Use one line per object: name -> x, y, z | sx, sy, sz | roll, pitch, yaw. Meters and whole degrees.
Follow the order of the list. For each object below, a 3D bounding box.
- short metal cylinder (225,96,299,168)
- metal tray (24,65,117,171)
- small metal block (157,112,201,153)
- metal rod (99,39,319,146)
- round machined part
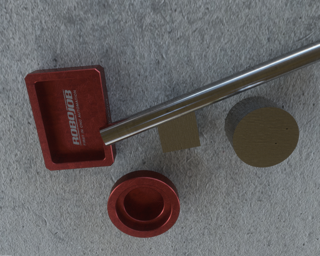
short metal cylinder -> 0.129, 0.004, 0.400 | 0.081, 0.050, 0.079 | 0, 110, -1
metal tray -> -0.111, -0.012, 0.401 | 0.091, 0.030, 0.129 | -5, 110, 1
small metal block -> 0.024, 0.001, 0.411 | 0.050, 0.025, 0.050 | -11, 110, 3
metal rod -> 0.071, -0.045, 0.377 | 0.301, 0.025, 0.025 | -22, 109, 1
round machined part -> -0.022, 0.102, 0.438 | 0.099, 0.042, 0.097 | 0, 110, -1
